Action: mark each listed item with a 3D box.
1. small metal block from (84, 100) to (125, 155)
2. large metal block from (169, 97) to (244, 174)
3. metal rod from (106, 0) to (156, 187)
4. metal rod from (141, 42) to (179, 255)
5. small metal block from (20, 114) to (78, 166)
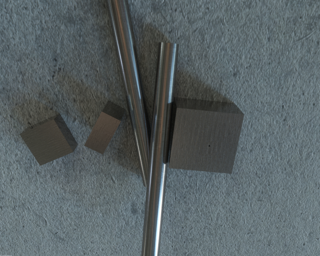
[{"bbox_3d":[-0.069,-0.002,0.395,0.025,0.050,0.050,28,108,-10],"label":"small metal block"},{"bbox_3d":[0.055,0.009,0.401,0.081,0.050,0.079,6,110,-3],"label":"large metal block"},{"bbox_3d":[-0.035,-0.060,0.387,0.025,0.025,0.298,-9,110,3],"label":"metal rod"},{"bbox_3d":[-0.002,0.043,0.403,0.025,0.025,0.298,4,102,-2],"label":"metal rod"},{"bbox_3d":[-0.147,0.015,0.413,0.050,0.025,0.050,-23,109,7],"label":"small metal block"}]
